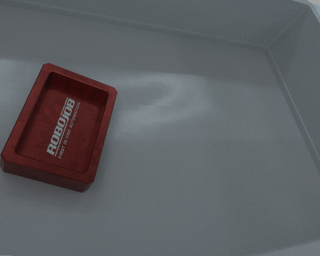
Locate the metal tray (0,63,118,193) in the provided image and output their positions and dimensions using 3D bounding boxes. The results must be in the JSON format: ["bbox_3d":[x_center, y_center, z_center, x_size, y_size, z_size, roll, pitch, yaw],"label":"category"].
[{"bbox_3d":[-0.106,-0.003,0.346,0.090,0.030,0.130,20,54,-17],"label":"metal tray"}]
